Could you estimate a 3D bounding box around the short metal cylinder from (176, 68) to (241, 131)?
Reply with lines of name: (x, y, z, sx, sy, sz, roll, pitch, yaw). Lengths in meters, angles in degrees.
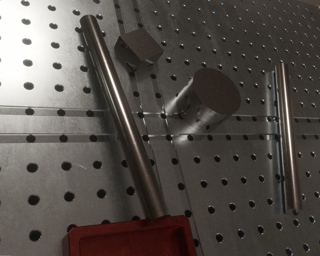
short metal cylinder: (0.071, -0.042, 0.458, 0.081, 0.050, 0.080, 14, 56, -21)

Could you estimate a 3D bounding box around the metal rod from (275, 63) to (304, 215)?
metal rod: (0.216, 0.000, 0.527, 0.025, 0.025, 0.300, 23, 53, -15)

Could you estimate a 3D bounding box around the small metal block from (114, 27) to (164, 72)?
small metal block: (-0.031, -0.119, 0.465, 0.050, 0.025, 0.050, 50, 51, 6)

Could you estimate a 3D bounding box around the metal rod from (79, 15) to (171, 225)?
metal rod: (-0.052, -0.031, 0.379, 0.025, 0.025, 0.299, -5, 58, -31)

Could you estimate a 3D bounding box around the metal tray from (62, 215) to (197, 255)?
metal tray: (-0.024, 0.140, 0.307, 0.131, 0.030, 0.090, 2, 61, -28)
